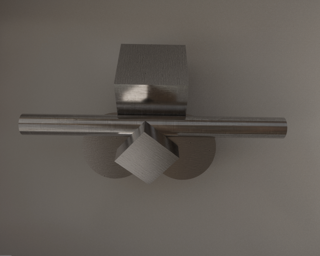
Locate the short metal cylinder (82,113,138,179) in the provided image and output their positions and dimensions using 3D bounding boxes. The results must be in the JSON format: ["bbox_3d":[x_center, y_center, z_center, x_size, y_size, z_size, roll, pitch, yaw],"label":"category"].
[{"bbox_3d":[-0.053,0.021,0.397,0.081,0.050,0.079,0,90,-1],"label":"short metal cylinder"}]

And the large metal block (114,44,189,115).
[{"bbox_3d":[-0.009,-0.058,0.377,0.081,0.050,0.080,1,47,0],"label":"large metal block"}]

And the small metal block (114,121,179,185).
[{"bbox_3d":[-0.014,0.029,0.349,0.050,0.025,0.050,38,112,-19],"label":"small metal block"}]

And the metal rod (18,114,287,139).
[{"bbox_3d":[-0.007,-0.002,0.360,0.302,0.025,0.025,1,90,-1],"label":"metal rod"}]

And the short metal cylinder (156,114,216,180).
[{"bbox_3d":[0.027,0.023,0.398,0.081,0.050,0.079,0,90,-1],"label":"short metal cylinder"}]
